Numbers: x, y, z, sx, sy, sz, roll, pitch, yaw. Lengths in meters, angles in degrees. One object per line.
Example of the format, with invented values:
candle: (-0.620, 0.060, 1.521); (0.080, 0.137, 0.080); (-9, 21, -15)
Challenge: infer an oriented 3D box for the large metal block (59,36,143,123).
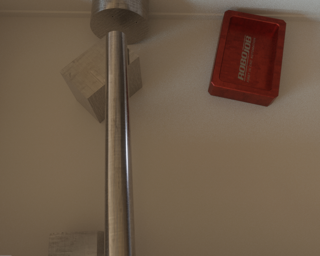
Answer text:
large metal block: (-0.071, -0.063, 0.402); (0.080, 0.080, 0.050); (-43, 76, -14)

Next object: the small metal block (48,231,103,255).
small metal block: (-0.091, 0.130, 0.348); (0.050, 0.050, 0.025); (-3, 70, -1)

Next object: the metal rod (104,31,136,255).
metal rod: (-0.039, 0.026, 0.291); (0.025, 0.025, 0.299); (-4, 62, -2)

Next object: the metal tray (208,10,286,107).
metal tray: (0.126, -0.102, 0.445); (0.090, 0.030, 0.130); (12, 70, 4)

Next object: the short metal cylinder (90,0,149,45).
short metal cylinder: (-0.056, -0.162, 0.439); (0.081, 0.080, 0.050); (0, 70, -1)
